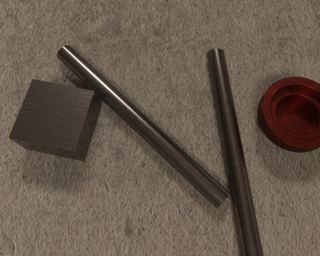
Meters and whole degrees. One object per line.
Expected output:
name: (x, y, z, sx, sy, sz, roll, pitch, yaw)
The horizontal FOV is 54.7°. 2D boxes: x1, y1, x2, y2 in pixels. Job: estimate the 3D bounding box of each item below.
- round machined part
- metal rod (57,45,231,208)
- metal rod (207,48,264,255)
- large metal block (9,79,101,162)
round machined part: (0.177, -0.014, 0.407, 0.099, 0.042, 0.098, 0, 70, -1)
metal rod: (-0.030, -0.010, 0.411, 0.300, 0.025, 0.025, 43, 75, 13)
metal rod: (0.094, 0.032, 0.397, 0.025, 0.025, 0.299, -5, 70, -2)
large metal block: (-0.129, -0.009, 0.397, 0.080, 0.050, 0.080, 12, 70, 4)
